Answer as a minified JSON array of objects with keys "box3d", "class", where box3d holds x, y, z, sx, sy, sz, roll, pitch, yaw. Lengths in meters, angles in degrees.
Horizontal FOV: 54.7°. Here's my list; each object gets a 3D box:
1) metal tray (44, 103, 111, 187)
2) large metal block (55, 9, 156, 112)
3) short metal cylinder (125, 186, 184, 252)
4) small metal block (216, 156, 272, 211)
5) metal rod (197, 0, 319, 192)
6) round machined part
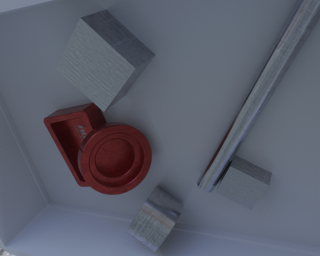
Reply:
[{"box3d":[-0.113,0.030,0.481,0.090,0.030,0.129,-8,115,31],"class":"metal tray"},{"box3d":[-0.067,-0.081,0.376,0.080,0.050,0.080,43,129,-2],"class":"large metal block"},{"box3d":[-0.007,0.133,0.458,0.050,0.080,0.079,34,129,5],"class":"short metal cylinder"},{"box3d":[0.106,0.070,0.395,0.050,0.025,0.050,26,128,11],"class":"small metal block"},{"box3d":[0.104,-0.033,0.332,0.025,0.025,0.298,28,128,10],"class":"metal rod"},{"box3d":[-0.065,0.039,0.431,0.042,0.099,0.098,26,141,63],"class":"round machined part"}]
